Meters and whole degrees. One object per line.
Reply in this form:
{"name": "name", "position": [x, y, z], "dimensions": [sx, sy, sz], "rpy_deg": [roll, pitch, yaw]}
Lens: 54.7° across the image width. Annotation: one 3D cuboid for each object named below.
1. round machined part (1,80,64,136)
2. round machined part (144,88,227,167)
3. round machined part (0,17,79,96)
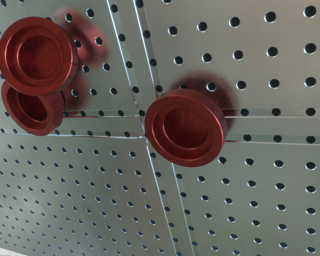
{"name": "round machined part", "position": [-0.186, -0.040, 0.470], "dimensions": [0.098, 0.042, 0.097], "rpy_deg": [14, 126, 21]}
{"name": "round machined part", "position": [0.034, -0.004, 0.379], "dimensions": [0.098, 0.042, 0.097], "rpy_deg": [13, 124, 20]}
{"name": "round machined part", "position": [-0.154, -0.091, 0.405], "dimensions": [0.099, 0.042, 0.097], "rpy_deg": [1, 96, 6]}
